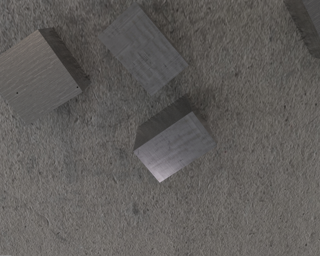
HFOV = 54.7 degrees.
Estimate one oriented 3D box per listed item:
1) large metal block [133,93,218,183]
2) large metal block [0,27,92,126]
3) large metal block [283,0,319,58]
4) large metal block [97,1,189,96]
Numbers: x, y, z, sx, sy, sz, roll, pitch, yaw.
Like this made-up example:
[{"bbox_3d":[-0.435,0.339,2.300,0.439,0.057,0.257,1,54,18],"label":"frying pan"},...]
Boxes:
[{"bbox_3d":[0.017,0.009,0.384,0.080,0.080,0.050,-35,107,12],"label":"large metal block"},{"bbox_3d":[-0.144,-0.063,0.372,0.080,0.050,0.080,-30,108,10],"label":"large metal block"},{"bbox_3d":[0.202,-0.133,0.349,0.080,0.050,0.080,-32,107,11],"label":"large metal block"},{"bbox_3d":[-0.016,-0.091,0.347,0.050,0.080,0.080,-39,106,13],"label":"large metal block"}]
